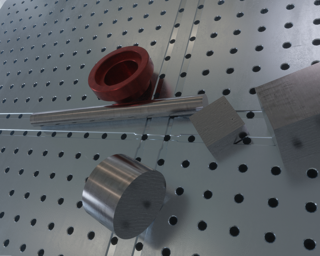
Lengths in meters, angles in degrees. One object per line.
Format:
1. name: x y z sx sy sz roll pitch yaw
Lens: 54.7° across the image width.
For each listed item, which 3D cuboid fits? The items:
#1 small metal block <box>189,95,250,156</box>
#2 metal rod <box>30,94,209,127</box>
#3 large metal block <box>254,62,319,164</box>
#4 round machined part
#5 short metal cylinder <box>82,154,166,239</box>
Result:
1. small metal block: 0.071 -0.003 0.373 0.050 0.025 0.050 -32 52 7
2. metal rod: -0.077 -0.023 0.462 0.300 0.025 0.025 -4 60 26
3. large metal block: 0.148 -0.014 0.304 0.080 0.080 0.050 -22 54 15
4. round machined part: -0.054 -0.075 0.465 0.098 0.042 0.098 -14 47 16
5. short metal cylinder: -0.038 0.075 0.347 0.050 0.080 0.080 22 74 36
